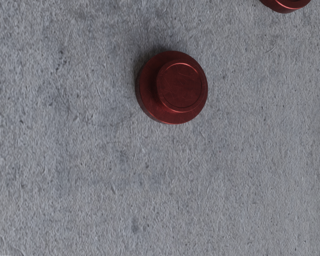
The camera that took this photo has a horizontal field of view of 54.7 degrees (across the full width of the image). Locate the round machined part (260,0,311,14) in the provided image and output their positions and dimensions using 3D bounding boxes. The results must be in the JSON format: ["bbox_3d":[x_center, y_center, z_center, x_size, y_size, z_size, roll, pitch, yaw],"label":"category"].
[{"bbox_3d":[0.182,-0.221,0.466,0.099,0.042,0.097,0,90,-20],"label":"round machined part"}]

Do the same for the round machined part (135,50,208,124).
[{"bbox_3d":[0.020,-0.053,0.407,0.099,0.042,0.097,0,90,-20],"label":"round machined part"}]
